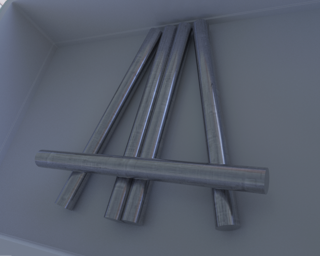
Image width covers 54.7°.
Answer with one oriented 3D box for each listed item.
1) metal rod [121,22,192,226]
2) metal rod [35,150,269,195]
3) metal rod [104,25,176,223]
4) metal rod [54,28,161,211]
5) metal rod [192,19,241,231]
[{"bbox_3d":[0.003,-0.023,0.417,0.025,0.025,0.300,1,62,29],"label":"metal rod"},{"bbox_3d":[-0.032,0.046,0.360,0.300,0.025,0.025,1,63,29],"label":"metal rod"},{"bbox_3d":[-0.018,-0.023,0.428,0.025,0.025,0.300,1,62,29],"label":"metal rod"},{"bbox_3d":[-0.066,-0.025,0.454,0.025,0.025,0.300,13,68,33],"label":"metal rod"},{"bbox_3d":[0.064,-0.027,0.387,0.025,0.025,0.299,-15,56,20],"label":"metal rod"}]
